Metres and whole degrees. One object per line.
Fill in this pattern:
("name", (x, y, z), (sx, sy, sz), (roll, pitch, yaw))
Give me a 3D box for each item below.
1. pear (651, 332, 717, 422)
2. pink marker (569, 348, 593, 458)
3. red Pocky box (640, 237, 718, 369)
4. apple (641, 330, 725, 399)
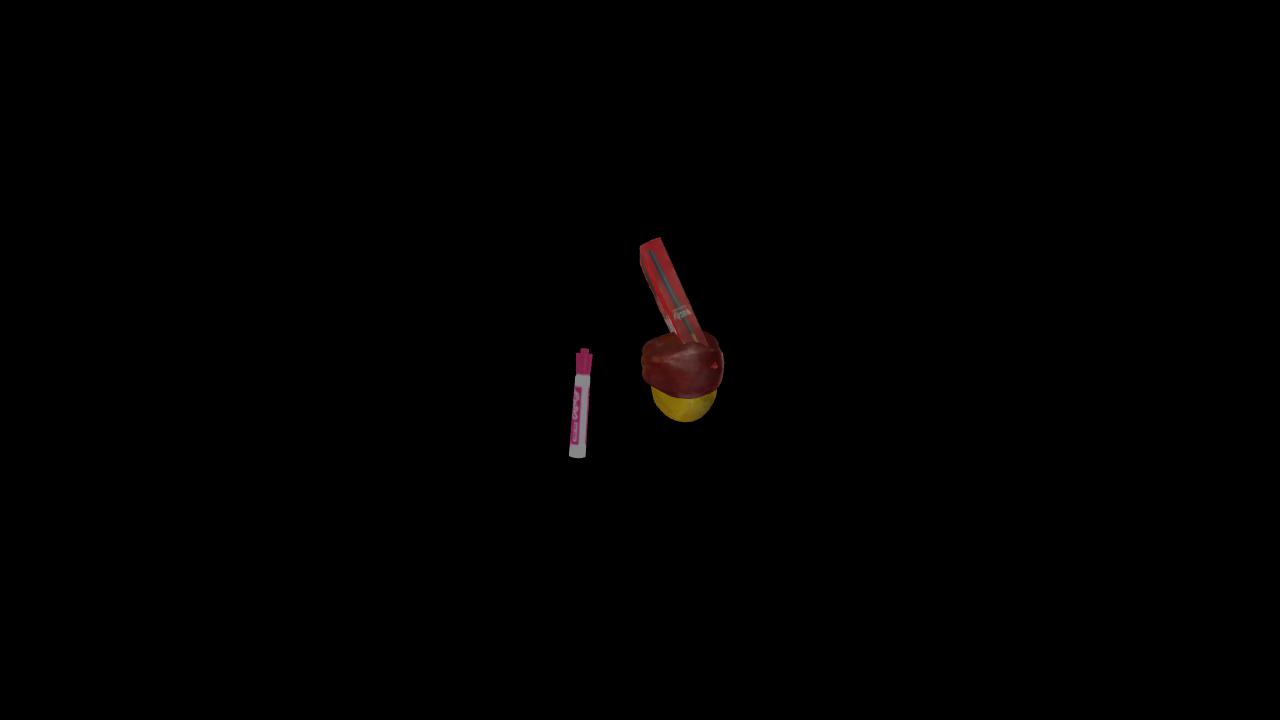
("pear", (0.042, 0.042, 0.726), (0.080, 0.080, 0.111), (0, -26, -20))
("pink marker", (-0.065, 0.047, 0.679), (0.020, 0.121, 0.020), (5, 5, 0))
("red Pocky box", (0.040, -0.054, 0.684), (0.028, 0.155, 0.083), (-24, -5, -2))
("apple", (0.048, 0.005, 0.671), (0.093, 0.079, 0.079), (-2, 0, -6))
